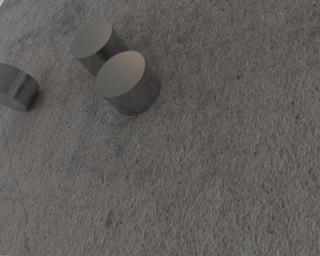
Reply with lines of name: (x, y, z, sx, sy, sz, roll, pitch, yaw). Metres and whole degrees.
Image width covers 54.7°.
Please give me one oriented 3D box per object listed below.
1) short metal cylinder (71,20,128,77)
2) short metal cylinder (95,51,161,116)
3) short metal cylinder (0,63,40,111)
short metal cylinder: (-0.102, -0.134, 0.524, 0.080, 0.050, 0.080, -13, 56, 21)
short metal cylinder: (-0.046, -0.065, 0.452, 0.080, 0.050, 0.080, -13, 56, 21)
short metal cylinder: (-0.264, -0.071, 0.551, 0.080, 0.080, 0.050, 7, 65, 31)
